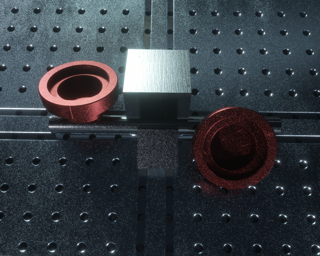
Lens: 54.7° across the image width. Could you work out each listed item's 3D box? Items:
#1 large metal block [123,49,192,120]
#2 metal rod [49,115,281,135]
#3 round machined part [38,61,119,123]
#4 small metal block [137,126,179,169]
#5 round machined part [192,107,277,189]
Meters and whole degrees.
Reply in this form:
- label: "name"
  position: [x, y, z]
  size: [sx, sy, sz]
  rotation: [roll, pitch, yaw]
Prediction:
- label: "large metal block"
  position: [-0.003, -0.058, 0.407]
  size: [0.081, 0.050, 0.080]
  rotation: [1, 52, 0]
- label: "metal rod"
  position: [0.007, -0.004, 0.414]
  size: [0.302, 0.025, 0.025]
  rotation: [1, 70, 0]
- label: "round machined part"
  position: [-0.102, -0.044, 0.404]
  size: [0.099, 0.042, 0.098]
  rotation: [0, 44, 0]
- label: "small metal block"
  position: [-0.003, 0.024, 0.392]
  size: [0.050, 0.025, 0.050]
  rotation: [1, 99, 0]
- label: "round machined part"
  position: [0.088, 0.022, 0.382]
  size: [0.099, 0.042, 0.097]
  rotation: [0, 95, 0]
